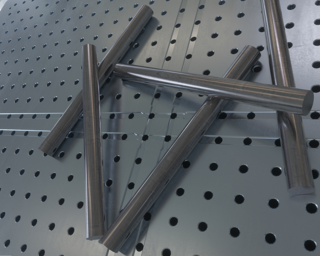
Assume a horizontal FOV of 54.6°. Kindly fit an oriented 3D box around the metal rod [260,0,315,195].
[{"bbox_3d":[0.146,-0.069,0.374,0.025,0.025,0.300,-10,57,23],"label":"metal rod"}]

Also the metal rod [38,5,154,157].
[{"bbox_3d":[-0.100,-0.085,0.514,0.025,0.025,0.300,22,73,36],"label":"metal rod"}]

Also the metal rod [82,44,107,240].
[{"bbox_3d":[-0.096,0.001,0.440,0.025,0.025,0.299,-19,60,17],"label":"metal rod"}]

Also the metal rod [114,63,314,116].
[{"bbox_3d":[0.038,-0.058,0.397,0.300,0.025,0.025,19,71,44],"label":"metal rod"}]

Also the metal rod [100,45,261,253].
[{"bbox_3d":[0.031,0.018,0.381,0.025,0.025,0.300,30,78,38],"label":"metal rod"}]
